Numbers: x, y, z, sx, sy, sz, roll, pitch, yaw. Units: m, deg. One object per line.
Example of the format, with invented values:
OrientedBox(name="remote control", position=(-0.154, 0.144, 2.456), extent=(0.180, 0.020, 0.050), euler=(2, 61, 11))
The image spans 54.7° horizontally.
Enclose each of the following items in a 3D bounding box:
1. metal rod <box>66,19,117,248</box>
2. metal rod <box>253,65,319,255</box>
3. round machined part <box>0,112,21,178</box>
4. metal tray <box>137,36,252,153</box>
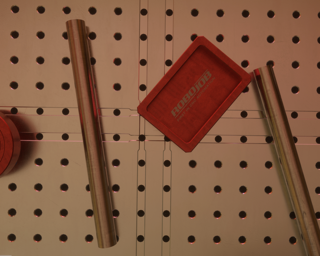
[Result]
OrientedBox(name="metal rod", position=(-0.091, 0.008, 0.412), extent=(0.025, 0.025, 0.298), euler=(-8, 90, 0))
OrientedBox(name="metal rod", position=(0.179, 0.062, 0.415), extent=(0.025, 0.025, 0.298), euler=(-16, 90, 0))
OrientedBox(name="round machined part", position=(-0.230, 0.022, 0.402), extent=(0.099, 0.042, 0.097), euler=(0, 90, -1))
OrientedBox(name="metal tray", position=(0.044, -0.043, 0.411), extent=(0.090, 0.030, 0.130), euler=(40, 90, -1))
